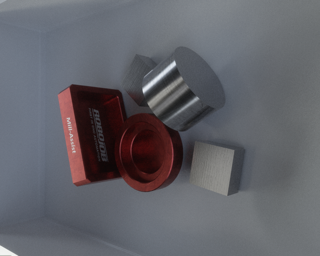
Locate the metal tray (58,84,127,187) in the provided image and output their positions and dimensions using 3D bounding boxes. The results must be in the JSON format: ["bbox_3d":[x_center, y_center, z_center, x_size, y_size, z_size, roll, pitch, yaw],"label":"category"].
[{"bbox_3d":[-0.084,0.009,0.429,0.030,0.091,0.129,-22,76,38],"label":"metal tray"}]

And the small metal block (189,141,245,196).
[{"bbox_3d":[0.064,0.044,0.350,0.050,0.025,0.050,12,97,40],"label":"small metal block"}]

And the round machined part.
[{"bbox_3d":[-0.010,0.030,0.398,0.098,0.042,0.097,0,90,39],"label":"round machined part"}]

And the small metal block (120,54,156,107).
[{"bbox_3d":[-0.021,-0.064,0.420,0.050,0.025,0.050,49,119,30],"label":"small metal block"}]

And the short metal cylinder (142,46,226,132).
[{"bbox_3d":[0.027,-0.043,0.345,0.050,0.081,0.080,-36,68,34],"label":"short metal cylinder"}]
